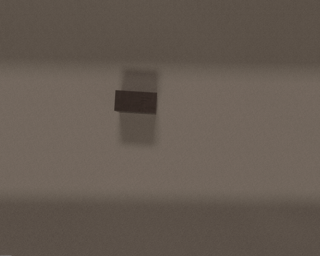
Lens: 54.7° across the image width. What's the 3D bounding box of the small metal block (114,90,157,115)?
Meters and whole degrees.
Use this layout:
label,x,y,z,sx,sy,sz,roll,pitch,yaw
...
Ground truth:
label,x,y,z,sx,sy,sz,roll,pitch,yaw
small metal block,-0.029,-0.032,0.399,0.050,0.050,0.025,3,90,-1
